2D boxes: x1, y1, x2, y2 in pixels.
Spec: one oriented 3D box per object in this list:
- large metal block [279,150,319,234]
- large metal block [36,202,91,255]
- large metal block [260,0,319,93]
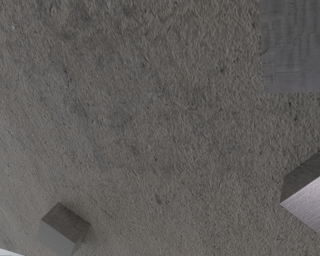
[{"bbox_3d":[0.192,0.071,0.333,0.080,0.050,0.080,38,129,2],"label":"large metal block"},{"bbox_3d":[-0.195,0.210,0.623,0.080,0.050,0.079,32,129,7],"label":"large metal block"},{"bbox_3d":[0.118,-0.082,0.258,0.050,0.080,0.080,2,119,27],"label":"large metal block"}]
